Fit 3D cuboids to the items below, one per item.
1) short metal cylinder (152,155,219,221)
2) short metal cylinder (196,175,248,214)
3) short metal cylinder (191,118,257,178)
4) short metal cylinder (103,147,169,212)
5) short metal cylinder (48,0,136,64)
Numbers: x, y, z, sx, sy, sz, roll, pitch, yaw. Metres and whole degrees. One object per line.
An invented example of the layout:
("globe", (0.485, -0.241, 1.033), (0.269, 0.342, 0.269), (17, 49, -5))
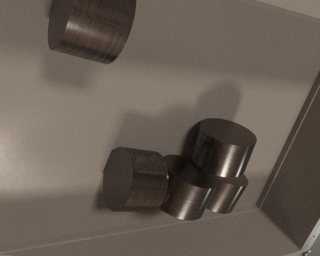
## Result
("short metal cylinder", (0.031, 0.078, 0.417), (0.081, 0.080, 0.050), (11, 111, -33))
("short metal cylinder", (0.087, 0.085, 0.475), (0.081, 0.080, 0.050), (11, 113, -34))
("short metal cylinder", (0.090, 0.026, 0.440), (0.081, 0.080, 0.050), (-1, 119, -28))
("short metal cylinder", (-0.033, 0.067, 0.398), (0.050, 0.080, 0.079), (11, 113, -33))
("short metal cylinder", (-0.063, -0.102, 0.276), (0.050, 0.080, 0.079), (9, 114, -33))
